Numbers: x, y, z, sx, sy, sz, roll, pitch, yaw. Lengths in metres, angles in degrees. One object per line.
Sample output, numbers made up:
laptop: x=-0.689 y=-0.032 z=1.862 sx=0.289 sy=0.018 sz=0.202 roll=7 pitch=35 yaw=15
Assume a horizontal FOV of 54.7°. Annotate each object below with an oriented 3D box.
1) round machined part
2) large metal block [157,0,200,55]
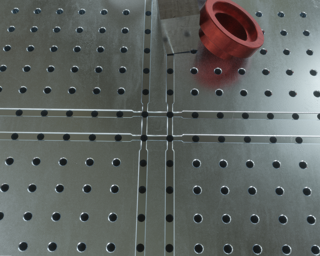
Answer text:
round machined part: x=0.094 y=-0.135 z=0.438 sx=0.099 sy=0.042 sz=0.098 roll=16 pitch=51 yaw=-22
large metal block: x=0.023 y=-0.164 z=0.441 sx=0.050 sy=0.080 sz=0.080 roll=-8 pitch=70 yaw=1
